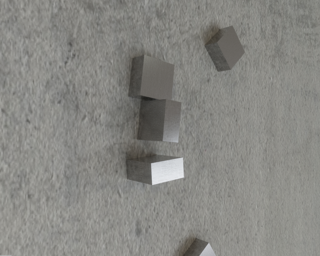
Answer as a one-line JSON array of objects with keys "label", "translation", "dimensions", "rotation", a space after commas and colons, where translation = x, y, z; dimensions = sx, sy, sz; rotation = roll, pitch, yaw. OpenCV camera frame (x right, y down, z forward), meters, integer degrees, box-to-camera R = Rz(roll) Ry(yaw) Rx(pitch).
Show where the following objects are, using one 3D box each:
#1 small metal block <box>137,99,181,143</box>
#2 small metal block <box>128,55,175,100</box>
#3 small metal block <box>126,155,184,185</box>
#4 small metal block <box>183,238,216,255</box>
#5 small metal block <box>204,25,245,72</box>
[{"label": "small metal block", "translation": [-0.001, -0.008, 0.389], "dimensions": [0.025, 0.050, 0.050], "rotation": [8, 85, -40]}, {"label": "small metal block", "translation": [-0.010, -0.061, 0.398], "dimensions": [0.050, 0.025, 0.050], "rotation": [9, 84, -40]}, {"label": "small metal block", "translation": [-0.006, 0.050, 0.385], "dimensions": [0.050, 0.050, 0.025], "rotation": [-5, 94, -40]}, {"label": "small metal block", "translation": [0.058, 0.202, 0.457], "dimensions": [0.050, 0.025, 0.050], "rotation": [-42, 116, -32]}, {"label": "small metal block", "translation": [0.104, -0.126, 0.495], "dimensions": [0.050, 0.025, 0.050], "rotation": [-50, 120, -29]}]
